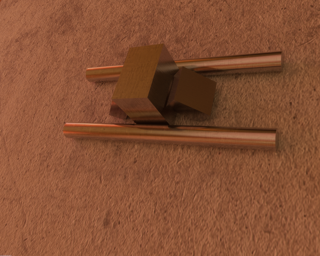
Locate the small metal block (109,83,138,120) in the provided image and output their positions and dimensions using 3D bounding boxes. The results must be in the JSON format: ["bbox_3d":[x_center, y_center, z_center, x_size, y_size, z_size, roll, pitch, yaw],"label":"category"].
[{"bbox_3d":[-0.051,-0.046,0.441,0.025,0.050,0.050,18,66,-7],"label":"small metal block"}]

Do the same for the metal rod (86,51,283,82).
[{"bbox_3d":[0.017,-0.085,0.447,0.300,0.025,0.025,2,63,28],"label":"metal rod"}]

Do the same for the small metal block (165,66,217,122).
[{"bbox_3d":[0.040,-0.042,0.391,0.025,0.050,0.050,-39,32,60],"label":"small metal block"}]

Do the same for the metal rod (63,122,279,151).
[{"bbox_3d":[-0.007,0.008,0.403,0.300,0.025,0.025,2,63,28],"label":"metal rod"}]

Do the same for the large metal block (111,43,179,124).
[{"bbox_3d":[-0.010,-0.051,0.408,0.050,0.080,0.080,1,62,28],"label":"large metal block"}]
